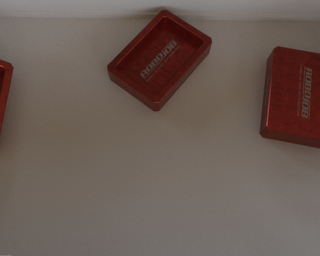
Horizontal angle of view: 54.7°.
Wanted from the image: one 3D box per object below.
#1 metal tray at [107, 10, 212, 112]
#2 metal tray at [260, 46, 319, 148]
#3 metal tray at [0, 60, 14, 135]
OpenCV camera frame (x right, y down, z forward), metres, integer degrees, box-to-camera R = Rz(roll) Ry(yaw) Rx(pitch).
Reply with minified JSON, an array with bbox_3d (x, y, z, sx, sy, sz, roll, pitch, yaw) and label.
[{"bbox_3d":[0.001,-0.098,0.442,0.090,0.030,0.130,37,74,12],"label":"metal tray"},{"bbox_3d":[0.192,-0.044,0.425,0.091,0.030,0.130,11,70,3],"label":"metal tray"},{"bbox_3d":[-0.246,-0.035,0.388,0.091,0.030,0.130,18,64,-40],"label":"metal tray"}]
